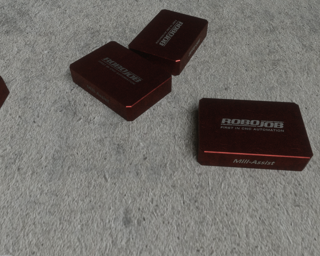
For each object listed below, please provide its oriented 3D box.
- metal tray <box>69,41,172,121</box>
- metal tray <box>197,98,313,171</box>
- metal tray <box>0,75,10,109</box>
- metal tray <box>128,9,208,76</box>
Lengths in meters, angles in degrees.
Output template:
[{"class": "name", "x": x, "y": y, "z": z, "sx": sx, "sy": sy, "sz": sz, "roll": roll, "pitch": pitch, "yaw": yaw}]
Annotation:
[{"class": "metal tray", "x": -0.058, "y": -0.075, "z": 0.462, "sx": 0.130, "sy": 0.030, "sz": 0.090, "roll": 35, "pitch": 58, "yaw": 25}, {"class": "metal tray", "x": 0.115, "y": 0.006, "z": 0.396, "sx": 0.131, "sy": 0.030, "sz": 0.090, "roll": 3, "pitch": 50, "yaw": 2}, {"class": "metal tray", "x": -0.292, "y": -0.036, "z": 0.427, "sx": 0.131, "sy": 0.030, "sz": 0.090, "roll": 4, "pitch": 50, "yaw": 3}, {"class": "metal tray", "x": 0.017, "y": -0.149, "z": 0.525, "sx": 0.090, "sy": 0.030, "sz": 0.130, "roll": 21, "pitch": 53, "yaw": 16}]
